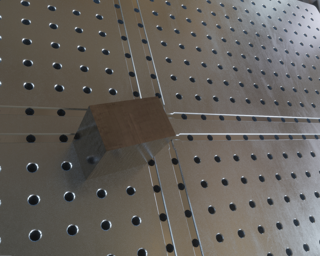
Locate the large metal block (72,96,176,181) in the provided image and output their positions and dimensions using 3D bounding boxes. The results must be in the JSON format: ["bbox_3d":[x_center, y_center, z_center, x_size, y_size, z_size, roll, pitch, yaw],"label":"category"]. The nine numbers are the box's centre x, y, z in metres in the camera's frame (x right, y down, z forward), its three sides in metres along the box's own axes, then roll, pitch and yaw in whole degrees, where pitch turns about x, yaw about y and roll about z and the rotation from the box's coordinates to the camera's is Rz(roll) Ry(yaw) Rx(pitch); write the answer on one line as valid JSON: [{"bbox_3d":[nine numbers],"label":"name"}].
[{"bbox_3d":[-0.043,0.012,0.344,0.081,0.080,0.050,-12,68,-33],"label":"large metal block"}]
